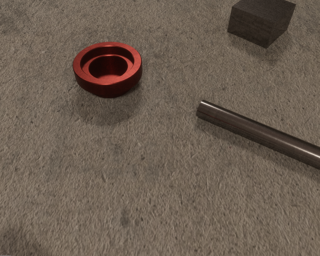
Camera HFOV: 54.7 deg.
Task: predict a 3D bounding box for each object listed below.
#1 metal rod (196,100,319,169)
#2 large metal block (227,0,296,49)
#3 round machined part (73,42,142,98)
[{"bbox_3d":[0.185,0.032,0.378,0.301,0.025,0.025,25,54,19],"label":"metal rod"},{"bbox_3d":[0.181,-0.196,0.555,0.080,0.050,0.080,33,57,24],"label":"large metal block"},{"bbox_3d":[-0.075,-0.082,0.460,0.099,0.042,0.098,0,50,0],"label":"round machined part"}]
